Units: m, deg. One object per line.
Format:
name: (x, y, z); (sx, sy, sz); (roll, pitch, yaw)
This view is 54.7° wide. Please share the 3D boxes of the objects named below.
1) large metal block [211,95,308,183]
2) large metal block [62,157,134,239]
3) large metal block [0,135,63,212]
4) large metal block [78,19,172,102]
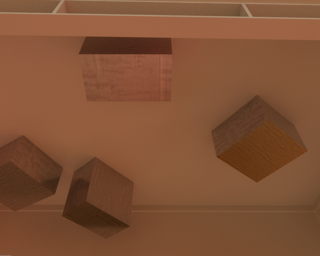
large metal block: (0.128, 0.017, 0.409); (0.080, 0.050, 0.080); (32, 123, -25)
large metal block: (-0.088, 0.104, 0.460); (0.050, 0.080, 0.080); (-34, 123, 25)
large metal block: (-0.204, 0.068, 0.447); (0.080, 0.050, 0.080); (-25, 126, 19)
large metal block: (-0.030, -0.070, 0.313); (0.081, 0.080, 0.050); (0, 130, -1)
